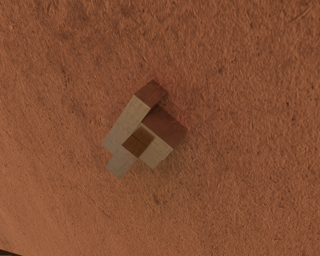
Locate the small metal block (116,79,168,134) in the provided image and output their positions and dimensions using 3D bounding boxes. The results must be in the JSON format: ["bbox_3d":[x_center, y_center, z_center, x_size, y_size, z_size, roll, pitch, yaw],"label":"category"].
[{"bbox_3d":[-0.022,-0.027,0.385,0.025,0.050,0.050,40,129,1],"label":"small metal block"}]

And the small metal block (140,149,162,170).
[{"bbox_3d":[-0.011,0.021,0.426,0.050,0.025,0.050,40,129,0],"label":"small metal block"}]

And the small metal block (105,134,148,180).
[{"bbox_3d":[-0.037,0.031,0.397,0.025,0.050,0.050,40,129,1],"label":"small metal block"}]

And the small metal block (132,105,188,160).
[{"bbox_3d":[0.001,0.005,0.393,0.050,0.050,0.025,40,129,0],"label":"small metal block"}]

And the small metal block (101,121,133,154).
[{"bbox_3d":[-0.046,0.003,0.416,0.025,0.050,0.050,40,129,1],"label":"small metal block"}]
